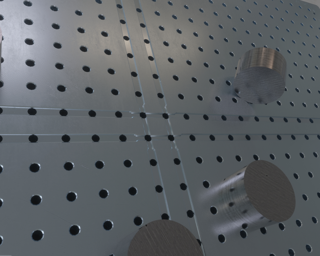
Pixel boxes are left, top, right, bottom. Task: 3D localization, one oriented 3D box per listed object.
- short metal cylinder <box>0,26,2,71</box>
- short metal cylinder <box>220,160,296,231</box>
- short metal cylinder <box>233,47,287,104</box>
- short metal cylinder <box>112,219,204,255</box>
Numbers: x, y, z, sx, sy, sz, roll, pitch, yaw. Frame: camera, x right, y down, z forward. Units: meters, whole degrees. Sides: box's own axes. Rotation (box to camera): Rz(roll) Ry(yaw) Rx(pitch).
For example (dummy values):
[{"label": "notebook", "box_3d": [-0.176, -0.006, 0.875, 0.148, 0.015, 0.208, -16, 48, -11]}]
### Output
[{"label": "short metal cylinder", "box_3d": [-0.214, -0.087, 0.330, 0.081, 0.050, 0.080, 14, 56, -21]}, {"label": "short metal cylinder", "box_3d": [0.128, 0.089, 0.406, 0.081, 0.050, 0.080, 14, 56, -21]}, {"label": "short metal cylinder", "box_3d": [0.167, -0.086, 0.514, 0.080, 0.080, 0.050, 29, 52, -10]}, {"label": "short metal cylinder", "box_3d": [-0.003, 0.137, 0.307, 0.081, 0.050, 0.080, 14, 56, -21]}]
